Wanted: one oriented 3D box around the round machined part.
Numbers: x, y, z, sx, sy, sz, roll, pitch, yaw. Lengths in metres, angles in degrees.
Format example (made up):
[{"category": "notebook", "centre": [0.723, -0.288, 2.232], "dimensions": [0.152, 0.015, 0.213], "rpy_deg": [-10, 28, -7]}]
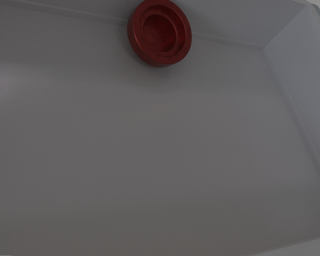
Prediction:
[{"category": "round machined part", "centre": [-0.004, -0.138, 0.461], "dimensions": [0.099, 0.042, 0.097], "rpy_deg": [3, 84, -30]}]
